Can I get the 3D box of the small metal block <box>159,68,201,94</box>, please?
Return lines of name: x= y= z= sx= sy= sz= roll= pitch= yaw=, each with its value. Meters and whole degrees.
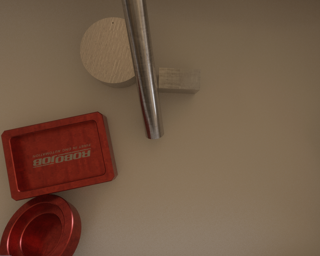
small metal block: x=0.024 y=-0.060 z=0.399 sx=0.050 sy=0.050 sz=0.025 roll=2 pitch=90 yaw=-1

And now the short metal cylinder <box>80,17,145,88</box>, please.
short metal cylinder: x=-0.056 y=-0.094 z=0.398 sx=0.081 sy=0.050 sz=0.079 roll=0 pitch=90 yaw=-1

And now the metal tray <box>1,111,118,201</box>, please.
metal tray: x=-0.129 y=0.036 z=0.403 sx=0.131 sy=0.030 sz=0.090 roll=-12 pitch=85 yaw=-1

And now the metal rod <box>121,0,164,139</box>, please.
metal rod: x=-0.025 y=-0.118 z=0.331 sx=0.025 sy=0.025 sz=0.298 roll=-8 pitch=122 yaw=0

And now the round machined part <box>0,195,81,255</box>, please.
round machined part: x=-0.142 y=0.136 z=0.385 sx=0.098 sy=0.042 sz=0.098 roll=-10 pitch=53 yaw=14
